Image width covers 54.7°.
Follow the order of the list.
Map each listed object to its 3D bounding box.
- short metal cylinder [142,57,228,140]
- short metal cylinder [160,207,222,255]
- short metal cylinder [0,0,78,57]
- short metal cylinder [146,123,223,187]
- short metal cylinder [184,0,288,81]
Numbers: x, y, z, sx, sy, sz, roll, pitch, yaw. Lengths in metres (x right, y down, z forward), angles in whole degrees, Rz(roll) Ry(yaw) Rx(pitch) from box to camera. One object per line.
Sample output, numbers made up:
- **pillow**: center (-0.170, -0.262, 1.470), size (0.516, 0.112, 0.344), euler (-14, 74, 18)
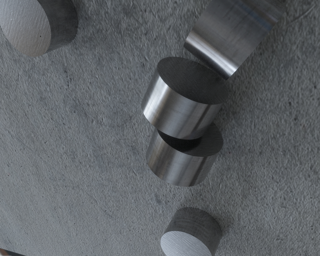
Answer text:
- **short metal cylinder**: center (0.026, -0.033, 0.337), size (0.080, 0.080, 0.050), euler (32, 129, 7)
- **short metal cylinder**: center (0.048, 0.168, 0.469), size (0.080, 0.050, 0.079), euler (13, 124, 21)
- **short metal cylinder**: center (-0.151, -0.135, 0.387), size (0.080, 0.050, 0.079), euler (13, 124, 21)
- **short metal cylinder**: center (0.028, 0.023, 0.371), size (0.080, 0.080, 0.050), euler (27, 128, 11)
- **short metal cylinder**: center (0.066, -0.090, 0.281), size (0.050, 0.080, 0.080), euler (39, 129, 2)
